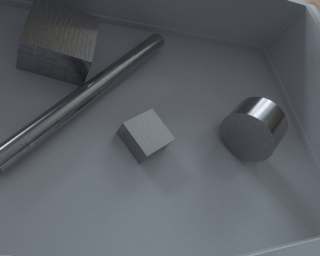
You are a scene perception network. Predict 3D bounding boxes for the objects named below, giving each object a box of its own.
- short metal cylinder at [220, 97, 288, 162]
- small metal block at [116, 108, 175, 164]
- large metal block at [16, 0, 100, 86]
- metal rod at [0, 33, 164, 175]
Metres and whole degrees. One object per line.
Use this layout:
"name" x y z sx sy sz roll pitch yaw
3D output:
"short metal cylinder" 0.134 0.002 0.443 0.080 0.080 0.050 47 51 4
"small metal block" -0.018 0.010 0.392 0.050 0.025 0.050 -29 78 -38
"large metal block" -0.126 -0.108 0.389 0.081 0.050 0.080 14 56 -21
"metal rod" -0.082 -0.051 0.393 0.025 0.025 0.301 42 51 0
